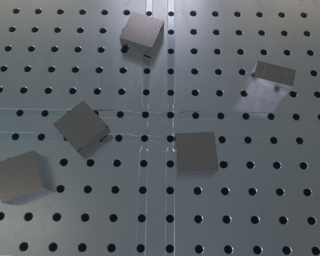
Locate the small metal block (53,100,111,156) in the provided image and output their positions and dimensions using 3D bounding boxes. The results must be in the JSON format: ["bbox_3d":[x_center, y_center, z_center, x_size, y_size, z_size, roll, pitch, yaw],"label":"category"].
[{"bbox_3d":[-0.103,0.000,0.411,0.050,0.025,0.050,-42,75,-14],"label":"small metal block"}]

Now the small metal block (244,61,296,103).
[{"bbox_3d":[0.148,-0.062,0.422,0.050,0.050,0.025,16,71,5],"label":"small metal block"}]

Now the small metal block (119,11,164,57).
[{"bbox_3d":[-0.026,-0.140,0.463,0.050,0.025,0.050,19,71,7],"label":"small metal block"}]

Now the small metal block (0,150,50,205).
[{"bbox_3d":[-0.173,0.062,0.388,0.050,0.025,0.050,-20,71,-7],"label":"small metal block"}]

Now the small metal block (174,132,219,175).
[{"bbox_3d":[0.046,0.033,0.400,0.050,0.025,0.050,-3,70,-1],"label":"small metal block"}]
